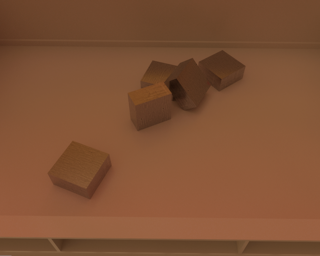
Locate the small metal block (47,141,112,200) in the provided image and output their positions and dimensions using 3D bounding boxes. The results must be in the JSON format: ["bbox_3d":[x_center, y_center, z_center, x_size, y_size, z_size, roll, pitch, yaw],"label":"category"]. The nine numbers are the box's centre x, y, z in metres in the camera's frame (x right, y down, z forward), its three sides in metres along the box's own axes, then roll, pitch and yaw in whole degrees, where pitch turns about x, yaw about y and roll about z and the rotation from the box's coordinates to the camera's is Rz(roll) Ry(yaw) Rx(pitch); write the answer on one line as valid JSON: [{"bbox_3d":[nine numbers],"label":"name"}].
[{"bbox_3d":[-0.093,0.048,0.364,0.050,0.025,0.050,18,52,14],"label":"small metal block"}]

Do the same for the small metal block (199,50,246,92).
[{"bbox_3d":[0.095,-0.090,0.481,0.050,0.025,0.050,-30,56,-23],"label":"small metal block"}]

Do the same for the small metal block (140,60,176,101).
[{"bbox_3d":[0.004,-0.072,0.465,0.050,0.025,0.050,15,52,12],"label":"small metal block"}]

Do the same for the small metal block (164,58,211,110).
[{"bbox_3d":[0.040,-0.062,0.438,0.025,0.050,0.050,-12,34,47],"label":"small metal block"}]

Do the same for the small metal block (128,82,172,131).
[{"bbox_3d":[-0.013,-0.028,0.412,0.050,0.050,0.025,-20,53,-16],"label":"small metal block"}]
